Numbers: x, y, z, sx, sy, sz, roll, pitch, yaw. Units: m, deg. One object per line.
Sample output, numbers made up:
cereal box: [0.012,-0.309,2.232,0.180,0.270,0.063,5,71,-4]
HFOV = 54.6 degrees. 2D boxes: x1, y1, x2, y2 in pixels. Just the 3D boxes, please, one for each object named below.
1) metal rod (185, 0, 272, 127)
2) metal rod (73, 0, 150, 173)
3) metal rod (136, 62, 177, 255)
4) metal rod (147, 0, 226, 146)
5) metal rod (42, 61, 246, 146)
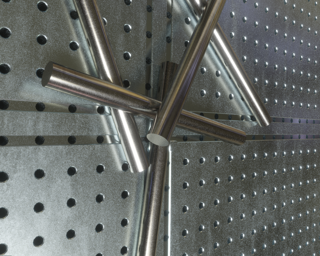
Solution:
metal rod: [0.110,-0.114,0.498,0.300,0.025,0.025,51,60,-28]
metal rod: [-0.067,-0.089,0.351,0.025,0.025,0.299,-27,107,-37]
metal rod: [-0.005,0.062,0.403,0.025,0.025,0.299,12,83,-39]
metal rod: [0.050,-0.109,0.400,0.025,0.025,0.300,42,57,-32]
metal rod: [0.009,-0.017,0.381,0.302,0.025,0.025,16,80,-39]
